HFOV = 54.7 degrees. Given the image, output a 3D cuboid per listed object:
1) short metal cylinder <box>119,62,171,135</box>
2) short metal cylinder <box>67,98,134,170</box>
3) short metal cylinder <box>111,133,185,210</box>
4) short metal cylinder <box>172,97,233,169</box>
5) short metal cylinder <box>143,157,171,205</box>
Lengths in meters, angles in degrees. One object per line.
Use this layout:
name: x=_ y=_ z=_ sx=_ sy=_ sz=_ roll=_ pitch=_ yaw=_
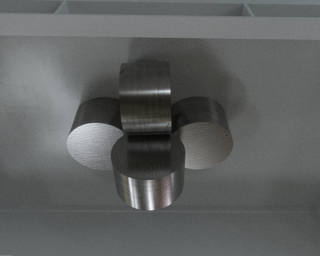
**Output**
short metal cylinder: x=-0.014 y=-0.032 z=0.342 sx=0.050 sy=0.080 sz=0.079 roll=-2 pitch=130 yaw=1
short metal cylinder: x=-0.073 y=0.008 z=0.397 sx=0.081 sy=0.050 sz=0.079 roll=0 pitch=130 yaw=0
short metal cylinder: x=-0.012 y=0.045 z=0.350 sx=0.080 sy=0.080 sz=0.050 roll=-1 pitch=130 yaw=0
short metal cylinder: x=0.049 y=0.007 z=0.396 sx=0.081 sy=0.050 sz=0.079 roll=0 pitch=130 yaw=0
short metal cylinder: x=-0.012 y=0.066 z=0.426 sx=0.050 sy=0.080 sz=0.079 roll=-2 pitch=130 yaw=1
